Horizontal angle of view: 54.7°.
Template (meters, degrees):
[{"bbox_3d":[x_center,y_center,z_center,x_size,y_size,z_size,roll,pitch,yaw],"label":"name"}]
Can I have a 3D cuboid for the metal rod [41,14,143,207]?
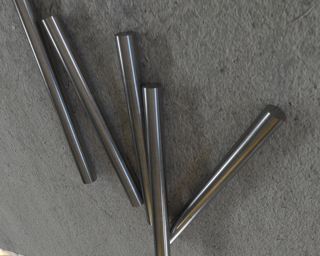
[{"bbox_3d":[-0.086,-0.011,0.445,0.025,0.025,0.299,-8,114,32],"label":"metal rod"}]

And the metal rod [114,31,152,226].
[{"bbox_3d":[-0.025,0.020,0.431,0.025,0.025,0.298,7,122,24],"label":"metal rod"}]

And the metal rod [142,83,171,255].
[{"bbox_3d":[-0.002,0.084,0.440,0.025,0.025,0.298,8,116,24],"label":"metal rod"}]

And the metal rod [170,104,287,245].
[{"bbox_3d":[0.067,0.085,0.423,0.025,0.025,0.298,34,129,6],"label":"metal rod"}]

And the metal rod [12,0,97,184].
[{"bbox_3d":[-0.148,-0.044,0.457,0.025,0.025,0.298,2,119,27],"label":"metal rod"}]
